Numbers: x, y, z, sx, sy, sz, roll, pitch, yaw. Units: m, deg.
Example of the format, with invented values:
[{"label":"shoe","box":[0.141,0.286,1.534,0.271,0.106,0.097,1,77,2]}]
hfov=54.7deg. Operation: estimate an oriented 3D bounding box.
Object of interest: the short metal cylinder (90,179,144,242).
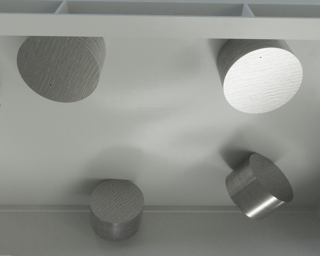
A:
[{"label":"short metal cylinder","box":[-0.067,0.126,0.480,0.081,0.080,0.050,5,130,-5]}]

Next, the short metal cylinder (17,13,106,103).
[{"label":"short metal cylinder","box":[-0.101,-0.074,0.329,0.081,0.050,0.079,0,130,0]}]

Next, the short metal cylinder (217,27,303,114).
[{"label":"short metal cylinder","box":[0.106,-0.063,0.340,0.081,0.050,0.079,0,130,0]}]

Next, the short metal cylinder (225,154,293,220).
[{"label":"short metal cylinder","box":[0.142,0.084,0.445,0.080,0.080,0.050,26,125,-21]}]
